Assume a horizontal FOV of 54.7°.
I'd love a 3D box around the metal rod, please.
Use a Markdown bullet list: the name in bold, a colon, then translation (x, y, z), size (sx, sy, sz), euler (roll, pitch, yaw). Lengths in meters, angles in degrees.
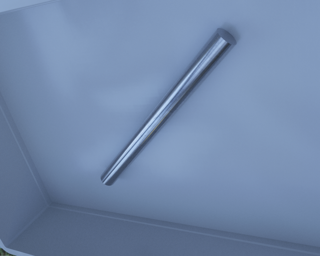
- **metal rod**: translation (-0.008, -0.005, 0.408), size (0.025, 0.025, 0.298), euler (41, 129, 0)
